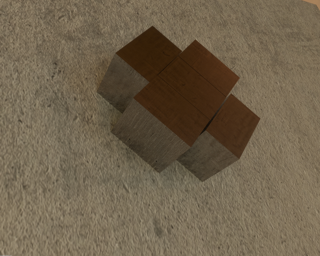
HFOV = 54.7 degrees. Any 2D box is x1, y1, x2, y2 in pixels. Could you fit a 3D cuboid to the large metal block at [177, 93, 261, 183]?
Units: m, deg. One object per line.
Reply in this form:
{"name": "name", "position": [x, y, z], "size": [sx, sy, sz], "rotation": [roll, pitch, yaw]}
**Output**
{"name": "large metal block", "position": [0.073, 0.014, 0.404], "size": [0.050, 0.080, 0.080], "rotation": [41, 51, -1]}

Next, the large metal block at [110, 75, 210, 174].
{"name": "large metal block", "position": [-0.002, -0.002, 0.372], "size": [0.080, 0.080, 0.050], "rotation": [41, 51, -1]}

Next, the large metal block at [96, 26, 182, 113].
{"name": "large metal block", "position": [-0.028, -0.072, 0.401], "size": [0.050, 0.080, 0.080], "rotation": [41, 51, -1]}

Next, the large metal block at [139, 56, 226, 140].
{"name": "large metal block", "position": [0.024, -0.031, 0.404], "size": [0.080, 0.080, 0.050], "rotation": [41, 51, -1]}

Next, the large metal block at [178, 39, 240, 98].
{"name": "large metal block", "position": [0.049, -0.061, 0.436], "size": [0.080, 0.080, 0.050], "rotation": [41, 51, -1]}
